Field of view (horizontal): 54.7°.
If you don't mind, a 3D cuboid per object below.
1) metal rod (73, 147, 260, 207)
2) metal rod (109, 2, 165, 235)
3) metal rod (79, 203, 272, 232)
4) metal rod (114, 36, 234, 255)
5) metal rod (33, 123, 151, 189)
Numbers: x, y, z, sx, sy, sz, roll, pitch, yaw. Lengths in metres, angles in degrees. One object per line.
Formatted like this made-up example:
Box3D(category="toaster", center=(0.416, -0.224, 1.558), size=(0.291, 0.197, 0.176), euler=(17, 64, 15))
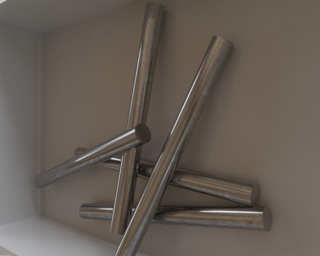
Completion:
Box3D(category="metal rod", center=(-0.016, 0.057, 0.416), size=(0.300, 0.025, 0.025), euler=(6, 94, 39))
Box3D(category="metal rod", center=(-0.030, -0.013, 0.405), size=(0.025, 0.025, 0.298), euler=(9, 89, 39))
Box3D(category="metal rod", center=(-0.006, 0.113, 0.408), size=(0.300, 0.025, 0.025), euler=(-10, 84, 39))
Box3D(category="metal rod", center=(0.011, 0.037, 0.368), size=(0.025, 0.025, 0.298), euler=(30, 101, 35))
Box3D(category="metal rod", center=(-0.120, 0.053, 0.469), size=(0.299, 0.025, 0.025), euler=(-25, 75, 42))
